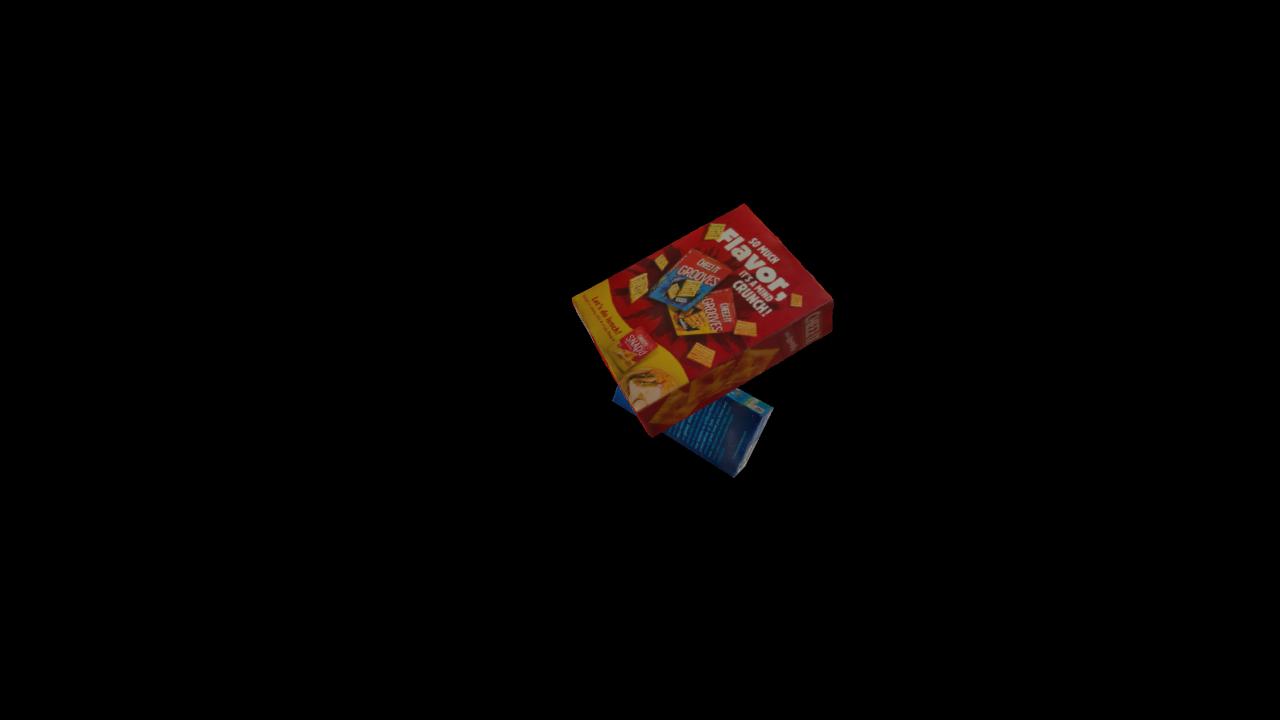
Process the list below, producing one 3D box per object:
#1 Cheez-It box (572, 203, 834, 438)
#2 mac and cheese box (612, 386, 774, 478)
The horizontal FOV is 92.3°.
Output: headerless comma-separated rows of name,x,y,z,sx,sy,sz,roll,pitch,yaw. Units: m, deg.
Cheez-It box,0.062,-0.047,0.648,0.223,0.166,0.071,-30,-33,-3
mac and cheese box,0.059,0.054,0.745,0.184,0.093,0.041,31,30,22
